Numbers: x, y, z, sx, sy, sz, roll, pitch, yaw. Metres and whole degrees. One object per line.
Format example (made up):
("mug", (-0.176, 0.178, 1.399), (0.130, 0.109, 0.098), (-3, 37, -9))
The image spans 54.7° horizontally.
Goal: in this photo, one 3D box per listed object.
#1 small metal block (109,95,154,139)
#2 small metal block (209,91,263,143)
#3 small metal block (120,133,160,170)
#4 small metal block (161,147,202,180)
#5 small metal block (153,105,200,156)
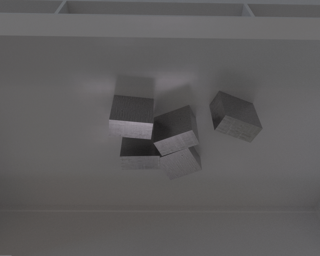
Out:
("small metal block", (-0.034, -0.014, 0.380), (0.050, 0.050, 0.025), (5, 130, -5))
("small metal block", (0.092, -0.014, 0.381), (0.050, 0.050, 0.025), (18, 128, -15))
("small metal block", (-0.025, 0.029, 0.417), (0.050, 0.050, 0.025), (-1, 130, 0))
("small metal block", (0.027, 0.044, 0.447), (0.050, 0.025, 0.050), (-21, 127, 17))
("small metal block", (0.020, 0.003, 0.395), (0.050, 0.050, 0.025), (-19, 128, 15))
